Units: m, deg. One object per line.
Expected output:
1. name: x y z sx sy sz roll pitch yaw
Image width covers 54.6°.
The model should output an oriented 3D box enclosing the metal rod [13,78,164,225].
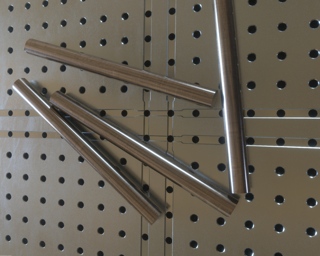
1. metal rod: -0.113 0.026 0.453 0.300 0.025 0.025 41 103 15

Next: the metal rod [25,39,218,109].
1. metal rod: -0.066 -0.081 0.436 0.301 0.025 0.025 19 96 19

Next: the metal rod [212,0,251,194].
1. metal rod: 0.085 -0.071 0.382 0.025 0.025 0.298 -6 88 20

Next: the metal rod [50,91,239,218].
1. metal rod: -0.033 0.027 0.424 0.300 0.025 0.025 30 100 17
